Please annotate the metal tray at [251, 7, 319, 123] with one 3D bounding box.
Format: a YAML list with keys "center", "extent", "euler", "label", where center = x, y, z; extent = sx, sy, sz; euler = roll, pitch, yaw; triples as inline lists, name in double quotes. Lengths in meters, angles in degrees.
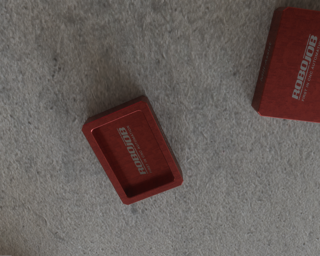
- center: [0.174, -0.075, 0.382]
  extent: [0.091, 0.030, 0.129]
  euler: [7, 110, -3]
  label: "metal tray"

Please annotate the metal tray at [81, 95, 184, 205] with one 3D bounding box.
- center: [-0.034, 0.032, 0.418]
  extent: [0.090, 0.030, 0.129]
  euler: [-22, 109, 7]
  label: "metal tray"
